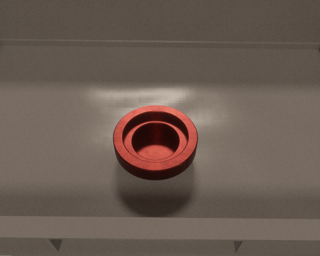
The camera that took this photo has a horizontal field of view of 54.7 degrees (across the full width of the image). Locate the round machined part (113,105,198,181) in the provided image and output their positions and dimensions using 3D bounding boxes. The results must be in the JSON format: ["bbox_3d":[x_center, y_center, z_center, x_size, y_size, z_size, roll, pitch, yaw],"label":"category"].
[{"bbox_3d":[-0.005,0.022,0.376,0.099,0.042,0.098,0,50,0],"label":"round machined part"}]
